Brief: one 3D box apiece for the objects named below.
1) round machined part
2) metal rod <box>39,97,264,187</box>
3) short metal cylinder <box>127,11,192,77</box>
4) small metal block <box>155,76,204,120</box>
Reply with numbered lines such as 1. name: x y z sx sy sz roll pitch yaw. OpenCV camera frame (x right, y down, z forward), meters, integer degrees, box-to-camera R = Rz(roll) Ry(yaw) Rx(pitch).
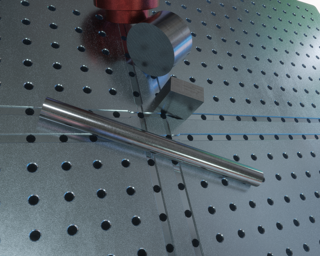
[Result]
1. round machined part: -0.050 -0.185 0.465 0.099 0.042 0.098 1 31 0
2. metal rod: 0.003 0.024 0.396 0.302 0.025 0.025 19 54 -17
3. short metal cylinder: -0.001 -0.122 0.448 0.080 0.080 0.050 43 51 1
4. small metal block: 0.027 -0.040 0.433 0.050 0.050 0.025 17 55 -19
